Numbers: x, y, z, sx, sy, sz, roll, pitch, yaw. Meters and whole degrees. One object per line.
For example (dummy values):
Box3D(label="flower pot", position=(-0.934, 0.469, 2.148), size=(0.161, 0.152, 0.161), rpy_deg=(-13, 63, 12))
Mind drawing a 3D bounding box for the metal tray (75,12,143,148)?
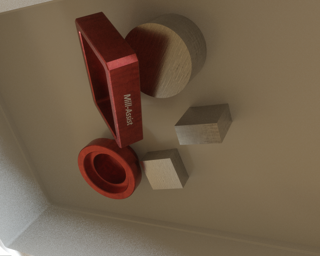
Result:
Box3D(label="metal tray", position=(-0.054, -0.049, 0.348), size=(0.090, 0.030, 0.129), rpy_deg=(55, 158, 33))

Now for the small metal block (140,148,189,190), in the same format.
Box3D(label="small metal block", position=(0.007, 0.059, 0.440), size=(0.050, 0.025, 0.050), rpy_deg=(-10, 114, 32))

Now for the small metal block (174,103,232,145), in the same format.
Box3D(label="small metal block", position=(0.052, -0.005, 0.361), size=(0.050, 0.050, 0.025), rpy_deg=(-4, 117, 30))

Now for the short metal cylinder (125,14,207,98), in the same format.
Box3D(label="short metal cylinder", position=(0.005, -0.079, 0.340), size=(0.080, 0.050, 0.079), rpy_deg=(13, 124, 20))

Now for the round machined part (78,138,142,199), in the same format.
Box3D(label="round machined part", position=(-0.071, 0.056, 0.468), size=(0.098, 0.042, 0.097), rpy_deg=(13, 124, 20))
